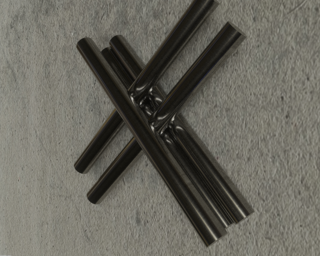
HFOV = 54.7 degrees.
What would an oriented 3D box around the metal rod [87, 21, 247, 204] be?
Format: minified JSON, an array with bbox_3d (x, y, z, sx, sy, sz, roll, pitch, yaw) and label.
[{"bbox_3d":[-0.009,0.001,0.379,0.299,0.025,0.025,-49,61,28],"label":"metal rod"}]

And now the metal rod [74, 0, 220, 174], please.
[{"bbox_3d":[-0.032,-0.040,0.398,0.299,0.025,0.025,-49,61,28],"label":"metal rod"}]

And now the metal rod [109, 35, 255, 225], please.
[{"bbox_3d":[0.014,-0.015,0.393,0.025,0.025,0.299,-49,61,28],"label":"metal rod"}]

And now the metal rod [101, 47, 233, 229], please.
[{"bbox_3d":[-0.002,-0.001,0.406,0.025,0.025,0.299,-49,61,28],"label":"metal rod"}]

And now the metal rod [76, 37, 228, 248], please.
[{"bbox_3d":[-0.024,-0.003,0.359,0.025,0.025,0.299,-50,61,28],"label":"metal rod"}]
